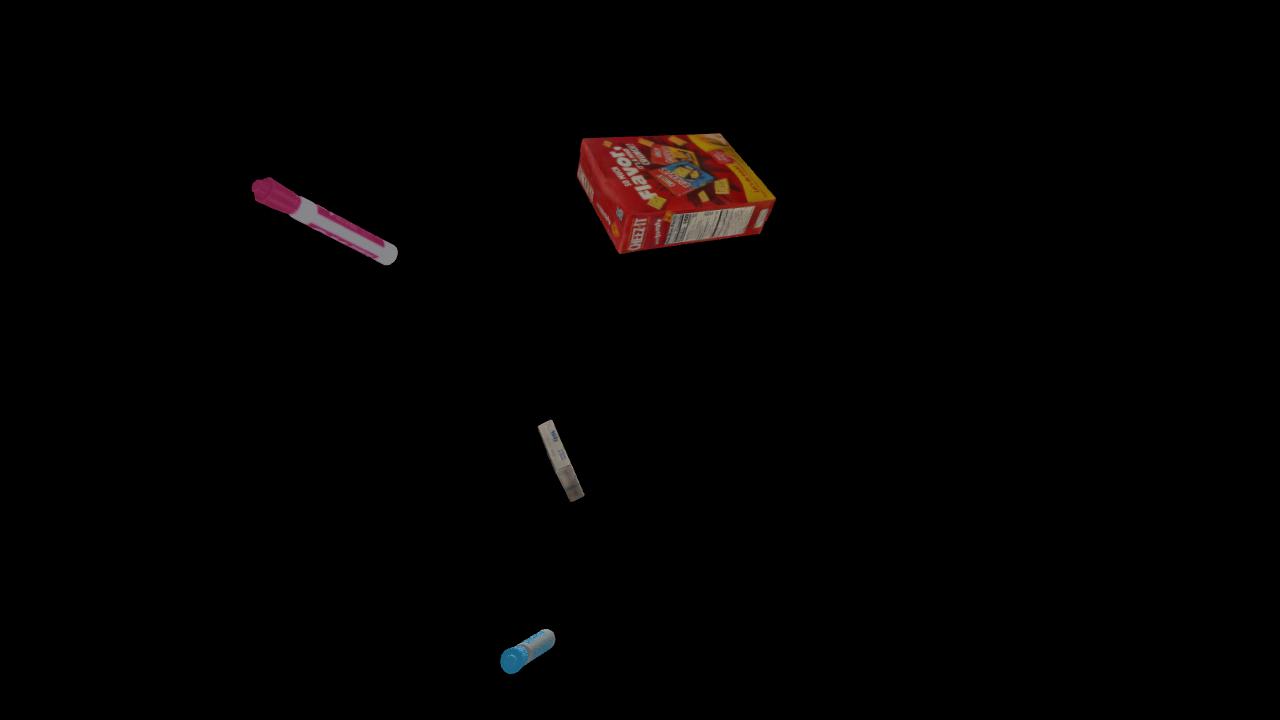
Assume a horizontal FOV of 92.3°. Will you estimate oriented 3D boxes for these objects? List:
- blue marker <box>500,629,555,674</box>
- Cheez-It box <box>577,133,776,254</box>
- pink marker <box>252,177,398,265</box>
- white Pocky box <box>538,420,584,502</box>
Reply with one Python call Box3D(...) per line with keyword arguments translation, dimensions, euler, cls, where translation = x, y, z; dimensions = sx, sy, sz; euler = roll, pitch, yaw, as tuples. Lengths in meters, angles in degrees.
Box3D(translation=(-0.096, 0.252, 0.535), dimensions=(0.020, 0.020, 0.121), euler=(0, -17, 6), cls="blue marker")
Box3D(translation=(0.046, -0.233, 0.837), dimensions=(0.223, 0.166, 0.071), euler=(-12, -36, -24), cls="Cheez-It box")
Box3D(translation=(-0.234, -0.102, 0.465), dimensions=(0.020, 0.020, 0.121), euler=(0, -14, 23), cls="pink marker")
Box3D(translation=(-0.124, 0.162, 0.967), dimensions=(0.028, 0.084, 0.154), euler=(-24, -28, -10), cls="white Pocky box")
